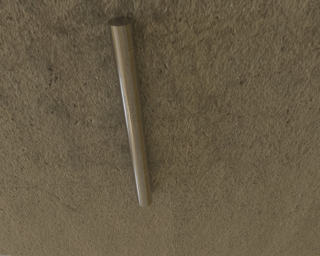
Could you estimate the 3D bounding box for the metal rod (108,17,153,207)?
[{"bbox_3d":[-0.032,0.005,0.411,0.025,0.025,0.298,-2,130,2],"label":"metal rod"}]
